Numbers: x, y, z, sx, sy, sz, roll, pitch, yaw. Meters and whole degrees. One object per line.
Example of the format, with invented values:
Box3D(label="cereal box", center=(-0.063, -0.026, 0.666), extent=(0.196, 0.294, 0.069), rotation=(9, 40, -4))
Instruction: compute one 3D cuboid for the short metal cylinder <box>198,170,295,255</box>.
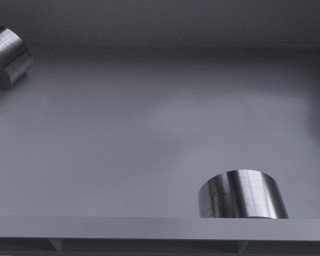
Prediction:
Box3D(label="short metal cylinder", center=(0.078, 0.085, 0.294), extent=(0.080, 0.079, 0.050), rotation=(1, 41, 0))

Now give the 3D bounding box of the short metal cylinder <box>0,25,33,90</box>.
Box3D(label="short metal cylinder", center=(-0.237, -0.103, 0.454), extent=(0.080, 0.080, 0.050), rotation=(18, 52, 14))
